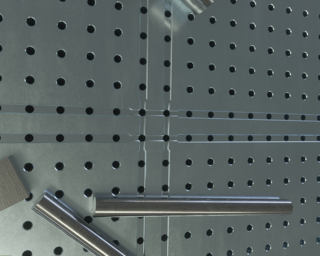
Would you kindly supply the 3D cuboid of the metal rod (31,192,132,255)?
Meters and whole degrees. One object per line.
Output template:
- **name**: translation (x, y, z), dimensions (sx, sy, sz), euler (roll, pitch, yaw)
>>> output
- **metal rod**: translation (-0.035, 0.183, 0.400), dimensions (0.300, 0.025, 0.025), euler (43, 76, -15)

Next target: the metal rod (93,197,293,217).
- **metal rod**: translation (0.060, 0.111, 0.436), dimensions (0.302, 0.025, 0.025), euler (6, 88, -20)

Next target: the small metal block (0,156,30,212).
- **small metal block**: translation (-0.182, 0.065, 0.346), dimensions (0.050, 0.025, 0.050), euler (-27, 99, -18)

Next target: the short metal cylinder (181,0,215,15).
- **short metal cylinder**: translation (0.056, -0.197, 0.405), dimensions (0.050, 0.080, 0.080), euler (37, 78, -18)
